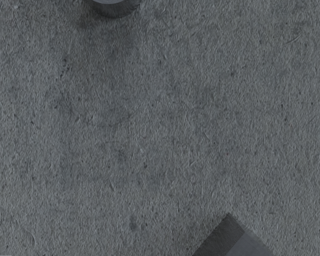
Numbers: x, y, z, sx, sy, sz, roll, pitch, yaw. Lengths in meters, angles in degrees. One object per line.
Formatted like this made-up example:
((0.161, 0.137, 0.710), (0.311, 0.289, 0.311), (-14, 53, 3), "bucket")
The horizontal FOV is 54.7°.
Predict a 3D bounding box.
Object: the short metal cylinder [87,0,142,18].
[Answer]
((-0.062, -0.189, 0.397), (0.081, 0.050, 0.080), (0, 90, 0), "short metal cylinder")

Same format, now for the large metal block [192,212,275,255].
((0.088, 0.162, 0.383), (0.050, 0.080, 0.080), (41, 90, 0), "large metal block")
